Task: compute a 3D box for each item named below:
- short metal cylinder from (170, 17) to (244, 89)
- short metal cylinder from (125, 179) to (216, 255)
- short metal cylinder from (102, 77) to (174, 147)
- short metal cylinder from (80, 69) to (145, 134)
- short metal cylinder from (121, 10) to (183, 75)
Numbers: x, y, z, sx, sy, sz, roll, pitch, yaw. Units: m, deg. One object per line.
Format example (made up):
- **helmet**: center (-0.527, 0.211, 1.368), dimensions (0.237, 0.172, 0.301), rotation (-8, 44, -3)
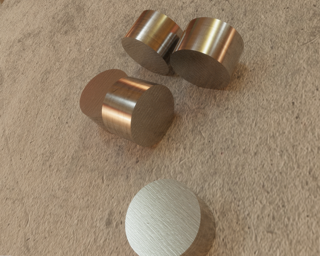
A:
- **short metal cylinder**: center (0.060, -0.093, 0.394), dimensions (0.080, 0.080, 0.050), rotation (14, 69, 33)
- **short metal cylinder**: center (0.012, 0.099, 0.321), dimensions (0.080, 0.050, 0.080), rotation (-13, 56, 21)
- **short metal cylinder**: center (-0.026, -0.021, 0.396), dimensions (0.050, 0.080, 0.080), rotation (21, 73, 36)
- **short metal cylinder**: center (-0.067, -0.038, 0.446), dimensions (0.080, 0.050, 0.080), rotation (-13, 56, 21)
- **short metal cylinder**: center (-0.008, -0.122, 0.448), dimensions (0.080, 0.080, 0.050), rotation (24, 75, 36)
